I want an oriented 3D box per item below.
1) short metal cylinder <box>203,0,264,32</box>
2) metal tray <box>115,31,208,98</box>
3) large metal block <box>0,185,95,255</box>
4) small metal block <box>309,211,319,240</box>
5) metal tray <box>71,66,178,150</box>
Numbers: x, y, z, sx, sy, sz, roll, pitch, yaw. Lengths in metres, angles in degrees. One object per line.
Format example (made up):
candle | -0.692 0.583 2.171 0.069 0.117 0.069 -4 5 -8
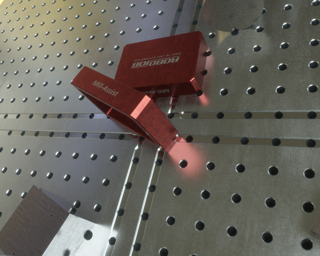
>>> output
short metal cylinder | 0.101 -0.182 0.431 0.080 0.080 0.050 -9 58 23
metal tray | 0.000 -0.090 0.459 0.130 0.030 0.090 -3 60 26
large metal block | -0.143 0.130 0.386 0.080 0.050 0.080 22 73 35
small metal block | 0.168 0.083 0.269 0.050 0.025 0.050 27 76 37
metal tray | -0.047 -0.027 0.406 0.130 0.090 0.030 29 78 37
